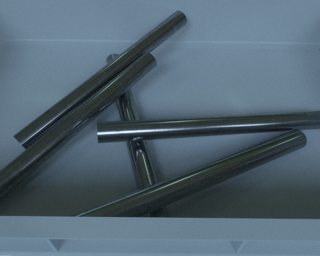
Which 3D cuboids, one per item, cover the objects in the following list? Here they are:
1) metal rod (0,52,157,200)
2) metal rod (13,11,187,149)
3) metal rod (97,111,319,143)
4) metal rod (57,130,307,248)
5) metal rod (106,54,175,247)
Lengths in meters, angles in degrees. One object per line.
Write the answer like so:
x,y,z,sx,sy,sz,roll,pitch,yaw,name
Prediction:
-0.112,-0.001,0.384,0.025,0.025,0.301,34,63,24,metal rod
-0.071,-0.077,0.437,0.025,0.025,0.301,37,68,26,metal rod
0.076,-0.003,0.388,0.302,0.025,0.025,-3,50,-11,metal rod
0.045,0.054,0.335,0.302,0.025,0.025,-17,52,-24,metal rod
-0.035,0.003,0.402,0.025,0.025,0.300,-11,51,-10,metal rod
